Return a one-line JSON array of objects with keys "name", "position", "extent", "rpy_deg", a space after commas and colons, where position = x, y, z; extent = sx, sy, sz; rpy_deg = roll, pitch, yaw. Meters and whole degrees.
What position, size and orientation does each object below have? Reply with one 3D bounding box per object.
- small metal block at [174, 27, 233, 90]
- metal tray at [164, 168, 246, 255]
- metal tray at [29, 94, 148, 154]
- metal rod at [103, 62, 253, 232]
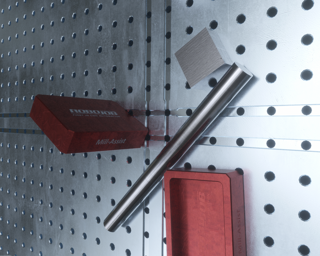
[{"name": "small metal block", "position": [0.052, -0.080, 0.365], "extent": [0.050, 0.025, 0.050], "rpy_deg": [-35, 69, 34]}, {"name": "metal tray", "position": [0.051, 0.114, 0.362], "extent": [0.090, 0.030, 0.129], "rpy_deg": [-3, 88, 39]}, {"name": "metal tray", "position": [-0.090, -0.007, 0.413], "extent": [0.090, 0.131, 0.030], "rpy_deg": [39, 114, 33]}, {"name": "metal rod", "position": [0.008, 0.041, 0.400], "extent": [0.298, 0.025, 0.025], "rpy_deg": [-52, 60, 27]}]
